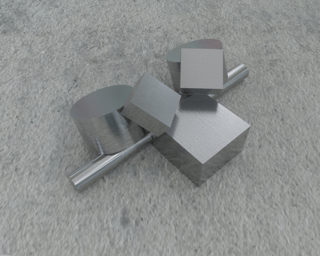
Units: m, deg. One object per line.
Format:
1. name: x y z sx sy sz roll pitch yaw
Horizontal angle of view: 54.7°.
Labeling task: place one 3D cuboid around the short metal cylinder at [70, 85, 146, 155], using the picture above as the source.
1. short metal cylinder: -0.061 -0.012 0.380 0.080 0.050 0.080 -13 31 8

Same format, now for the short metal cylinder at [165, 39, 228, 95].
1. short metal cylinder: 0.053 -0.089 0.445 0.080 0.050 0.080 -13 31 8

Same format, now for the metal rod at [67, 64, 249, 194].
1. metal rod: 0.015 -0.012 0.415 0.302 0.025 0.025 -34 58 -26

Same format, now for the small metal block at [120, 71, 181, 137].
1. small metal block: -0.009 -0.027 0.346 0.050 0.025 0.050 33 50 -15

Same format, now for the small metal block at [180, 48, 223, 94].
1. small metal block: 0.050 -0.069 0.382 0.050 0.025 0.050 2 81 1

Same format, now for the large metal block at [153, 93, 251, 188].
1. large metal block: 0.048 0.010 0.378 0.080 0.050 0.080 -34 58 -26
